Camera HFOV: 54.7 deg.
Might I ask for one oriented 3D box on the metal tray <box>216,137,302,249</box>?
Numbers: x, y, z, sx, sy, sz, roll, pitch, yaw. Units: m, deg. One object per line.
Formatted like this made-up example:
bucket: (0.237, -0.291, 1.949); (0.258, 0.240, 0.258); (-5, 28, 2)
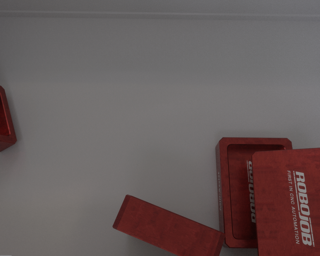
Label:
metal tray: (0.118, 0.078, 0.379); (0.091, 0.030, 0.130); (1, 70, 0)

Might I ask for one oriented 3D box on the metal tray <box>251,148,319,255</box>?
metal tray: (0.150, 0.088, 0.333); (0.090, 0.030, 0.130); (-5, 60, 18)

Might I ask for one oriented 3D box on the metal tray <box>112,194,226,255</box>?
metal tray: (0.008, 0.106, 0.315); (0.090, 0.130, 0.030); (20, 72, 7)

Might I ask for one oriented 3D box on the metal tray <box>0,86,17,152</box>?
metal tray: (-0.236, -0.024, 0.360); (0.030, 0.130, 0.090); (-27, 71, 14)
